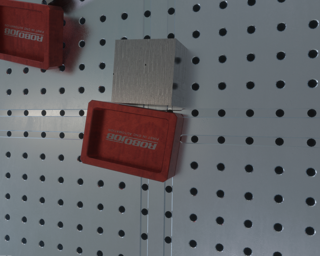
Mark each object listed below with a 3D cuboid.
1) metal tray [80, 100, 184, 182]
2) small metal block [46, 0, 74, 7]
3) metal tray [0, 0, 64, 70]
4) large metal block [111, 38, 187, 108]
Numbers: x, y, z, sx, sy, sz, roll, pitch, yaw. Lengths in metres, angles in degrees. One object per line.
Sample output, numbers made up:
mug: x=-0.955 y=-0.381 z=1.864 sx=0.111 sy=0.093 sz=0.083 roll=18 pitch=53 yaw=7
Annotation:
metal tray: x=-0.040 y=0.015 z=0.423 sx=0.130 sy=0.030 sz=0.089 roll=10 pitch=93 yaw=19
small metal block: x=-0.150 y=-0.216 z=0.465 sx=0.050 sy=0.025 sz=0.050 roll=-24 pitch=82 yaw=18
metal tray: x=-0.210 y=-0.145 z=0.471 sx=0.130 sy=0.030 sz=0.089 roll=15 pitch=111 yaw=19
large metal block: x=-0.013 y=-0.070 z=0.404 sx=0.080 sy=0.050 sz=0.079 roll=5 pitch=92 yaw=20
